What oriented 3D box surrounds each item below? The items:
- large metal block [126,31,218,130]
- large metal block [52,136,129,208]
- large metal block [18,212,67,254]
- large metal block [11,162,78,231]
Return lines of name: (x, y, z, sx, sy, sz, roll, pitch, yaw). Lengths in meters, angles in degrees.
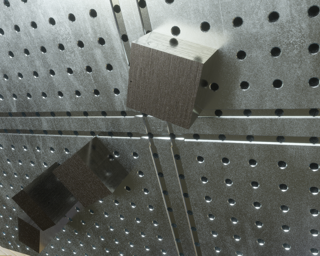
large metal block: (0.012, -0.056, 0.355, 0.080, 0.050, 0.079, 21, 126, 16)
large metal block: (-0.112, 0.072, 0.500, 0.080, 0.050, 0.080, -34, 100, 38)
large metal block: (-0.228, 0.182, 0.610, 0.050, 0.080, 0.079, 27, 128, 11)
large metal block: (-0.198, 0.122, 0.557, 0.050, 0.080, 0.080, -33, 100, 38)
